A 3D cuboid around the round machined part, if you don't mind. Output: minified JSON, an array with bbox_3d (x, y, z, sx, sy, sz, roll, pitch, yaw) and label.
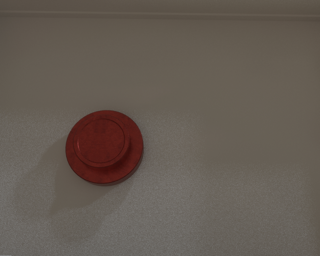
[{"bbox_3d":[-0.071,0.022,0.392,0.099,0.042,0.098,0,70,0],"label":"round machined part"}]
